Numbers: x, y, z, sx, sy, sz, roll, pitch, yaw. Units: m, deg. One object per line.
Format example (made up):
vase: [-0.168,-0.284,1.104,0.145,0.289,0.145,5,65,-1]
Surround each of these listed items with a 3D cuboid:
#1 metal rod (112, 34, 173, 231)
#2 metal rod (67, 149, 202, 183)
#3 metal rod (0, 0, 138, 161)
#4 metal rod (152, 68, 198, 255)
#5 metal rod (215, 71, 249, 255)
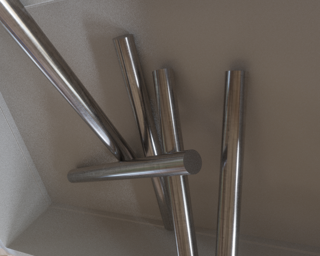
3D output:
metal rod: [-0.012,0.024,0.428,0.025,0.025,0.298,1,119,27]
metal rod: [-0.058,0.058,0.422,0.299,0.025,0.025,-15,112,51]
metal rod: [-0.084,-0.024,0.355,0.025,0.025,0.299,4,146,26]
metal rod: [0.023,0.080,0.367,0.025,0.025,0.298,-8,90,31]
metal rod: [0.077,0.088,0.342,0.025,0.025,0.298,4,95,26]
